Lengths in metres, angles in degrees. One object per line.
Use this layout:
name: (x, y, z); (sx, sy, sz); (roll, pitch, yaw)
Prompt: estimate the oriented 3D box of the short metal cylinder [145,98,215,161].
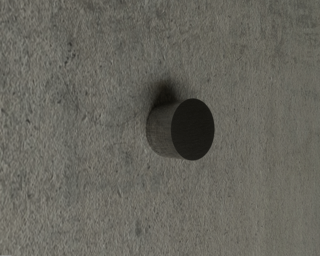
short metal cylinder: (0.028, 0.002, 0.415); (0.081, 0.050, 0.079); (0, 90, -40)
